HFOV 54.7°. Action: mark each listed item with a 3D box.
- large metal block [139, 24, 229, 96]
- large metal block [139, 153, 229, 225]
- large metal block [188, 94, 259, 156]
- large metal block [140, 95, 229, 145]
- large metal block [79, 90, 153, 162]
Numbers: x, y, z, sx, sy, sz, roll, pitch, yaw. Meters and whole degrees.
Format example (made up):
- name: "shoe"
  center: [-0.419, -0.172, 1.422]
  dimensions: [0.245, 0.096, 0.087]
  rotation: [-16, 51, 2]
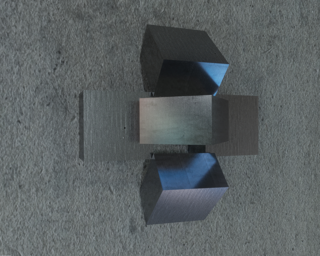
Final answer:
- name: "large metal block"
  center: [0.026, -0.083, 0.385]
  dimensions: [0.081, 0.080, 0.050]
  rotation: [0, 134, -20]
- name: "large metal block"
  center: [0.026, 0.076, 0.385]
  dimensions: [0.081, 0.079, 0.050]
  rotation: [1, 47, -19]
- name: "large metal block"
  center: [0.087, -0.004, 0.427]
  dimensions: [0.081, 0.050, 0.079]
  rotation: [0, 90, -21]
- name: "large metal block"
  center: [0.031, -0.008, 0.358]
  dimensions: [0.080, 0.080, 0.050]
  rotation: [0, 91, 24]
- name: "large metal block"
  center: [-0.055, -0.003, 0.377]
  dimensions: [0.081, 0.050, 0.079]
  rotation: [-1, 90, -21]
